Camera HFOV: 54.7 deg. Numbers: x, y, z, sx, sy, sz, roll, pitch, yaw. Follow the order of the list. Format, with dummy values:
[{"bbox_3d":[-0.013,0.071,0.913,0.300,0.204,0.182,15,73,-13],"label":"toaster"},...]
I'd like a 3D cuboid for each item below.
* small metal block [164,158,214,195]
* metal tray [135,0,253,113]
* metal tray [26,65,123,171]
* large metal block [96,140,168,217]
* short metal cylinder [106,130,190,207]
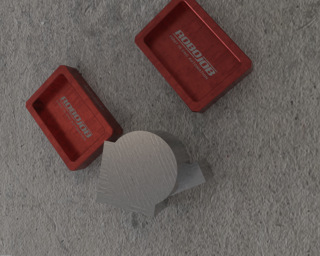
[{"bbox_3d":[0.034,0.060,0.384,0.050,0.050,0.025,-25,82,18],"label":"small metal block"},{"bbox_3d":[0.041,-0.094,0.391,0.090,0.030,0.130,-41,77,15],"label":"metal tray"},{"bbox_3d":[-0.126,-0.015,0.450,0.090,0.030,0.130,-42,77,15],"label":"metal tray"},{"bbox_3d":[-0.031,0.061,0.407,0.080,0.050,0.079,10,93,19],"label":"large metal block"},{"bbox_3d":[-0.012,0.042,0.347,0.080,0.050,0.080,0,90,20],"label":"short metal cylinder"}]
